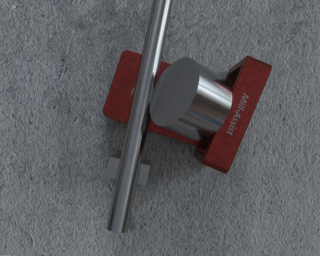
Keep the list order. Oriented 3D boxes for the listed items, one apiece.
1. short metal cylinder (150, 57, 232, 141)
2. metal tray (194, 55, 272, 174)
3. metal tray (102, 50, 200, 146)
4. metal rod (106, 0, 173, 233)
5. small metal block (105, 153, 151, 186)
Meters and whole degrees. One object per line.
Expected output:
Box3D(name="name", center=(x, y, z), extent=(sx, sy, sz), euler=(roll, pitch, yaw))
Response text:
Box3D(name="short metal cylinder", center=(0.033, -0.031, 0.347), extent=(0.050, 0.080, 0.080), euler=(23, 90, -33))
Box3D(name="metal tray", center=(0.084, -0.015, 0.380), extent=(0.030, 0.090, 0.129), euler=(23, 90, 0))
Box3D(name="metal tray", center=(0.002, -0.039, 0.408), extent=(0.131, 0.030, 0.090), euler=(18, 90, -1))
Box3D(name="metal rod", center=(-0.021, -0.030, 0.372), extent=(0.025, 0.025, 0.299), euler=(11, 81, -1))
Box3D(name="small metal block", center=(-0.039, 0.052, 0.398), extent=(0.050, 0.050, 0.025), euler=(13, 90, -1))
